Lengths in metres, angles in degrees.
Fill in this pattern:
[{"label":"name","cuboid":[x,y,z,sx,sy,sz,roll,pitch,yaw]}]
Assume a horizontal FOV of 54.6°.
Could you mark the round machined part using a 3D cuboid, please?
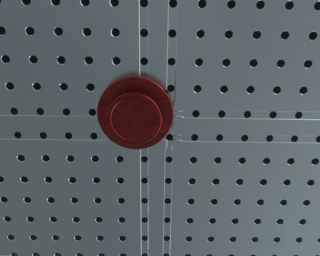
[{"label":"round machined part","cuboid":[-0.032,-0.017,0.398,0.099,0.042,0.097,0,110,1]}]
